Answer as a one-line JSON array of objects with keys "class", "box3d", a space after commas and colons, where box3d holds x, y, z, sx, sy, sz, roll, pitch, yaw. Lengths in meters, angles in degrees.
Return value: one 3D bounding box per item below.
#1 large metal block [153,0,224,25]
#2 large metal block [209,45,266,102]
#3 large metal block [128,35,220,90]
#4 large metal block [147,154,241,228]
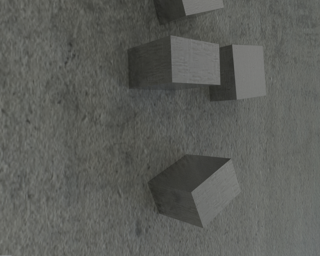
[{"class": "large metal block", "box3d": [0.034, -0.191, 0.419, 0.081, 0.050, 0.080, -27, 107, -37]}, {"class": "large metal block", "box3d": [0.122, -0.087, 0.494, 0.081, 0.050, 0.079, -11, 97, -40]}, {"class": "large metal block", "box3d": [0.017, -0.076, 0.385, 0.081, 0.080, 0.050, -4, 93, -40]}, {"class": "large metal block", "box3d": [0.045, 0.078, 0.409, 0.081, 0.080, 0.050, -31, 110, -36]}]
